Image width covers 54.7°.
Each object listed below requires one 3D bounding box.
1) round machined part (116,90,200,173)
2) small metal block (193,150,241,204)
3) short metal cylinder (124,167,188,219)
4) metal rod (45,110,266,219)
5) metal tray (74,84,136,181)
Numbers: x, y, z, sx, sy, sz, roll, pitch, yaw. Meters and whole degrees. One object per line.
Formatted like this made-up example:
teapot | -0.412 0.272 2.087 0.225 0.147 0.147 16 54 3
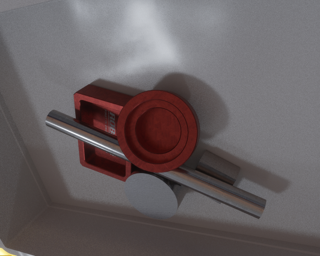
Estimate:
round machined part | 0.000 0.002 0.380 0.098 0.042 0.097 2 97 14
small metal block | 0.070 0.065 0.409 0.050 0.025 0.050 28 128 10
short metal cylinder | -0.003 0.082 0.440 0.080 0.050 0.079 13 124 20
metal rod | -0.014 0.042 0.401 0.301 0.025 0.025 22 127 11
metal tray | -0.073 0.010 0.445 0.090 0.030 0.129 17 125 18
